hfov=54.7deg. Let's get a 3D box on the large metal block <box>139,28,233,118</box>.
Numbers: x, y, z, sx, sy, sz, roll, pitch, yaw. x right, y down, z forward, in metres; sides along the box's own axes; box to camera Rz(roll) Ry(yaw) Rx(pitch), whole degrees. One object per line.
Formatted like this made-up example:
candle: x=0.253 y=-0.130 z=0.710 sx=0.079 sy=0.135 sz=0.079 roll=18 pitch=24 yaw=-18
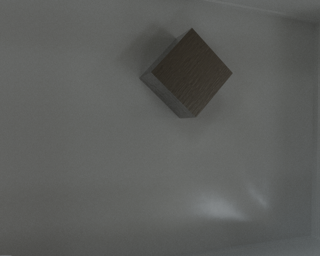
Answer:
large metal block: x=0.034 y=-0.069 z=0.411 sx=0.080 sy=0.050 sz=0.080 roll=44 pitch=76 yaw=-15
